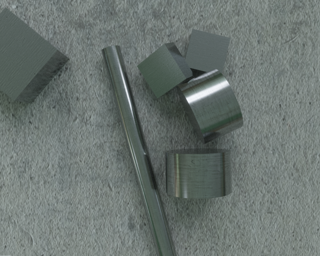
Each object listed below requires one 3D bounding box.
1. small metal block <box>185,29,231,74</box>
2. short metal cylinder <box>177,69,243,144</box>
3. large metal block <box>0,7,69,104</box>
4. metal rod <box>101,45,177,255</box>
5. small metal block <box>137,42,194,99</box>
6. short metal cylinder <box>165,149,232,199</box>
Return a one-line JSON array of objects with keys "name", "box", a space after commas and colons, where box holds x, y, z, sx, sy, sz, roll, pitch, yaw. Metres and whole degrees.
[{"name": "small metal block", "box": [0.061, -0.098, 0.411, 0.050, 0.025, 0.050, 14, 90, -1]}, {"name": "short metal cylinder", "box": [0.060, -0.026, 0.383, 0.050, 0.080, 0.080, -25, 90, 0]}, {"name": "large metal block", "box": [-0.180, -0.089, 0.395, 0.080, 0.050, 0.080, 40, 90, -1]}, {"name": "metal rod", "box": [-0.026, 0.039, 0.409, 0.025, 0.025, 0.298, -15, 90, 0]}, {"name": "small metal block", "box": [0.007, -0.074, 0.398, 0.050, 0.025, 0.050, -32, 91, 34]}, {"name": "short metal cylinder", "box": [0.047, 0.053, 0.383, 0.081, 0.080, 0.050, -1, 90, -1]}]
